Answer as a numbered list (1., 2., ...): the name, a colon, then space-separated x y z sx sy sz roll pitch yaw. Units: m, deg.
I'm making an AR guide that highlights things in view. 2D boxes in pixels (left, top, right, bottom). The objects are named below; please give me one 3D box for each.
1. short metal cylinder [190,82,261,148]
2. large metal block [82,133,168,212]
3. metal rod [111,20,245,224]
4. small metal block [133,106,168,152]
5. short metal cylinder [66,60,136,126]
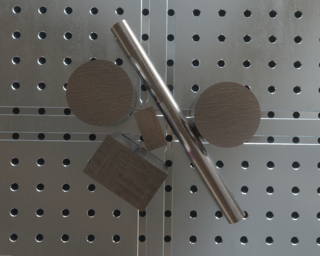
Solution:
1. short metal cylinder: 0.081 -0.016 0.398 0.081 0.050 0.079 0 90 0
2. large metal block: -0.038 0.050 0.381 0.080 0.080 0.050 34 91 0
3. metal rod: 0.024 -0.008 0.410 0.025 0.025 0.299 -31 90 0
4. small metal block: -0.012 0.001 0.397 0.025 0.050 0.050 -21 90 0
5. short metal cylinder: -0.073 -0.042 0.396 0.081 0.050 0.079 0 90 0
